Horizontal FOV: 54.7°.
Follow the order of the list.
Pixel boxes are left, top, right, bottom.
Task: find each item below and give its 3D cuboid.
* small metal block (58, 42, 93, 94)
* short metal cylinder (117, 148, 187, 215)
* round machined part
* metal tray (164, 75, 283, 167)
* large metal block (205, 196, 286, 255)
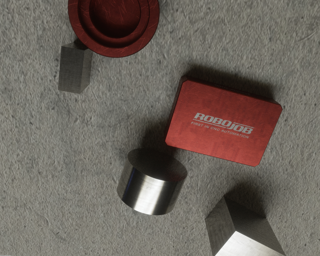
[{"bbox_3d":[-0.099,-0.073,0.369,0.025,0.050,0.050,10,110,-4],"label":"small metal block"},{"bbox_3d":[-0.011,0.068,0.405,0.080,0.080,0.050,17,109,-7],"label":"short metal cylinder"},{"bbox_3d":[-0.049,-0.132,0.352,0.099,0.042,0.097,0,110,0],"label":"round machined part"},{"bbox_3d":[0.079,-0.008,0.405,0.131,0.030,0.089,14,109,-6],"label":"metal tray"},{"bbox_3d":[0.116,0.154,0.438,0.080,0.080,0.050,29,108,-10],"label":"large metal block"}]
